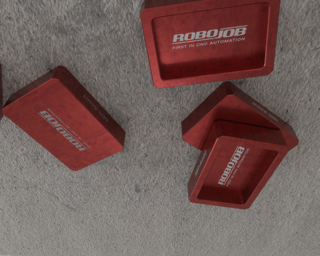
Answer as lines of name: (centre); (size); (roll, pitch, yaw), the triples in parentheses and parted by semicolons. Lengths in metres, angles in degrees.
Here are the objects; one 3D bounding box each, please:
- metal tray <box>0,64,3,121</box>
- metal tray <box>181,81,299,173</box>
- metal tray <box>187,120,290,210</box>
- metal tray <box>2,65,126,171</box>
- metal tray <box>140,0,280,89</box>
metal tray: (-0.257, -0.049, 0.359); (0.131, 0.030, 0.089); (12, 129, -11)
metal tray: (0.105, 0.007, 0.411); (0.131, 0.030, 0.090); (30, 124, -23)
metal tray: (0.097, 0.054, 0.410); (0.091, 0.030, 0.129); (9, 130, -8)
metal tray: (-0.117, -0.006, 0.398); (0.090, 0.030, 0.130); (-25, 126, 20)
metal tray: (0.052, -0.093, 0.324); (0.131, 0.030, 0.090); (-6, 130, 5)
